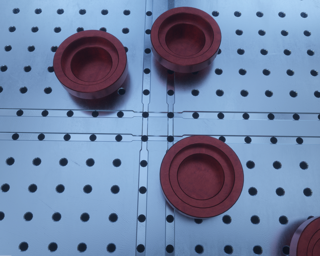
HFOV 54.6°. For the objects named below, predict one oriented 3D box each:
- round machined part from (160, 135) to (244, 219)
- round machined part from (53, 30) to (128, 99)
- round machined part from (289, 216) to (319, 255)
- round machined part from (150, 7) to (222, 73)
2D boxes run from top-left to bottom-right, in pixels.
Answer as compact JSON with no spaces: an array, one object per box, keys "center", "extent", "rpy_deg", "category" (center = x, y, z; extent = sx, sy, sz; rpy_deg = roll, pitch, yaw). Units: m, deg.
[{"center":[0.049,0.061,0.381],"extent":[0.099,0.042,0.098],"rpy_deg":[0,70,0],"category":"round machined part"},{"center":[-0.093,-0.084,0.433],"extent":[0.099,0.042,0.098],"rpy_deg":[0,70,0],"category":"round machined part"},{"center":[0.195,0.149,0.349],"extent":[0.099,0.042,0.098],"rpy_deg":[0,70,0],"category":"round machined part"},{"center":[0.036,-0.122,0.447],"extent":[0.099,0.042,0.098],"rpy_deg":[0,70,0],"category":"round machined part"}]
